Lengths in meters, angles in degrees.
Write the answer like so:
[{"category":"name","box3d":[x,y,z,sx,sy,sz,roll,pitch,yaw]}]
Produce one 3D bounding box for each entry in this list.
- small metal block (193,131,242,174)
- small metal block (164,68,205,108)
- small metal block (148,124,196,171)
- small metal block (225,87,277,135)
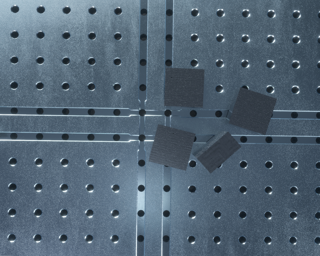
[{"category":"small metal block","box3d":[0.072,0.030,0.402,0.050,0.050,0.025,-41,90,0]},{"category":"small metal block","box3d":[0.032,-0.053,0.414,0.050,0.025,0.050,2,90,-1]},{"category":"small metal block","box3d":[0.016,0.025,0.414,0.050,0.025,0.050,15,90,-1]},{"category":"small metal block","box3d":[0.121,-0.022,0.415,0.050,0.025,0.050,18,90,-1]}]
